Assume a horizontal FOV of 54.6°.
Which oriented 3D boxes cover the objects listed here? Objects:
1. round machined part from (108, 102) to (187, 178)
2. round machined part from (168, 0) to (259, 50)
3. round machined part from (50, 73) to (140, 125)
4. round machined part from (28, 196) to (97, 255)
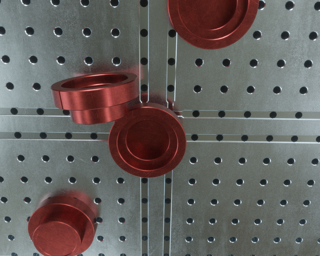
[{"bbox_3d":[-0.016,0.013,0.409,0.099,0.042,0.097,0,110,0],"label":"round machined part"},{"bbox_3d":[0.058,-0.141,0.353,0.099,0.042,0.097,0,110,0],"label":"round machined part"},{"bbox_3d":[-0.072,-0.035,0.361,0.098,0.098,0.042,-5,110,2],"label":"round machined part"},{"bbox_3d":[-0.147,0.154,0.460,0.099,0.042,0.097,0,110,0],"label":"round machined part"}]
